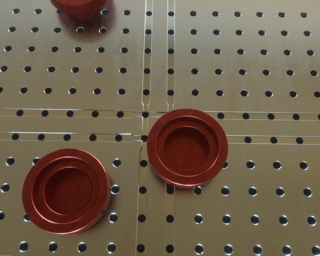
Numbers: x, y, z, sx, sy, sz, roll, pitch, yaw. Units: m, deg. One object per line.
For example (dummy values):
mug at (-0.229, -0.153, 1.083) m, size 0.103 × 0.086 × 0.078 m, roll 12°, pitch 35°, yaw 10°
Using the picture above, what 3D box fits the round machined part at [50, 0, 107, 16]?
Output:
round machined part at (-0.124, -0.215, 0.481) m, size 0.099 × 0.042 × 0.098 m, roll 0°, pitch 70°, yaw 0°

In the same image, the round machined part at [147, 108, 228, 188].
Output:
round machined part at (0.033, 0.028, 0.393) m, size 0.099 × 0.042 × 0.098 m, roll 0°, pitch 70°, yaw 0°

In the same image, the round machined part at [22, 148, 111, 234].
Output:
round machined part at (-0.108, 0.077, 0.374) m, size 0.099 × 0.042 × 0.098 m, roll 0°, pitch 70°, yaw 0°
